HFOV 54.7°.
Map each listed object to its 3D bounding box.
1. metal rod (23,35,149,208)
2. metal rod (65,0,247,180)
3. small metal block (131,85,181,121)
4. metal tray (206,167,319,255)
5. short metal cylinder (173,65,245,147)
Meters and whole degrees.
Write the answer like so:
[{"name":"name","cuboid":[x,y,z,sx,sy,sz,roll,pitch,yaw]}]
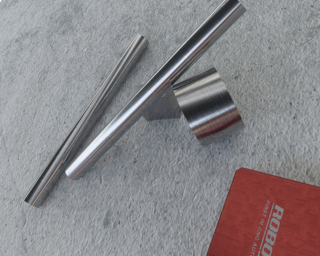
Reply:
[{"name":"metal rod","cuboid":[-0.104,-0.019,0.468,0.025,0.025,0.300,21,72,35]},{"name":"metal rod","cuboid":[-0.020,-0.033,0.372,0.299,0.025,0.025,-44,49,22]},{"name":"small metal block","cuboid":[-0.004,-0.034,0.410,0.050,0.050,0.025,-5,60,25]},{"name":"metal tray","cuboid":[0.097,0.109,0.283,0.090,0.030,0.130,12,68,32]},{"name":"short metal cylinder","cuboid":[0.056,-0.025,0.354,0.050,0.080,0.080,-27,53,11]}]
